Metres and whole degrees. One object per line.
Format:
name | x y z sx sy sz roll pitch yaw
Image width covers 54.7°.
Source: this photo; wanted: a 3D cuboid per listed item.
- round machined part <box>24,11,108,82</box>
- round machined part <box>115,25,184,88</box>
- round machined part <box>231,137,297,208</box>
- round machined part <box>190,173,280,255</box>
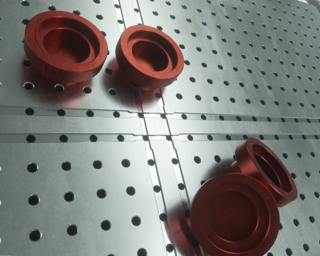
round machined part | -0.120 -0.097 0.393 0.099 0.042 0.098 14 56 -21
round machined part | -0.018 -0.098 0.449 0.099 0.042 0.098 14 56 -21
round machined part | 0.135 0.064 0.419 0.098 0.042 0.098 33 32 -23
round machined part | 0.084 0.103 0.363 0.099 0.042 0.098 0 78 2
